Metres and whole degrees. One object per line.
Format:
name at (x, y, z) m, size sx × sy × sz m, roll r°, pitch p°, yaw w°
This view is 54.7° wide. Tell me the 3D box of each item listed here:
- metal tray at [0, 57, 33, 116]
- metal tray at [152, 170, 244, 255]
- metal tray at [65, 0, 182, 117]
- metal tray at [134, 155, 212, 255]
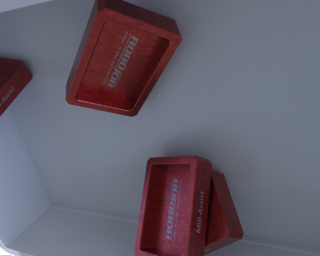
metal tray at (-0.259, -0.048, 0.443) m, size 0.090 × 0.130 × 0.030 m, roll 12°, pitch 146°, yaw 19°
metal tray at (0.038, 0.123, 0.411) m, size 0.030 × 0.090 × 0.130 m, roll 24°, pitch 130°, yaw -38°
metal tray at (-0.046, -0.073, 0.350) m, size 0.091 × 0.030 × 0.129 m, roll 11°, pitch 135°, yaw -26°
metal tray at (0.016, 0.102, 0.392) m, size 0.030 × 0.129 × 0.090 m, roll 21°, pitch 159°, yaw -40°
